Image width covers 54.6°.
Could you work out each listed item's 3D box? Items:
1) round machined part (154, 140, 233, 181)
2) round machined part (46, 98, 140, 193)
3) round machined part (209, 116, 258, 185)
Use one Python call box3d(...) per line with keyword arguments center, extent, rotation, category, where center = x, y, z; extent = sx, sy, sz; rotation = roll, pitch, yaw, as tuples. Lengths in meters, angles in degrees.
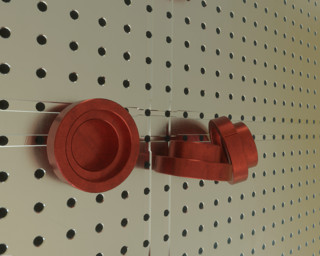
box3d(center=(0.044, 0.040, 0.398), extent=(0.099, 0.098, 0.042), rotation=(11, 83, -39), category="round machined part")
box3d(center=(-0.074, 0.018, 0.335), extent=(0.099, 0.042, 0.097), rotation=(0, 90, -40), category="round machined part")
box3d(center=(0.107, 0.029, 0.447), extent=(0.042, 0.098, 0.098), rotation=(-17, 103, -3), category="round machined part")
